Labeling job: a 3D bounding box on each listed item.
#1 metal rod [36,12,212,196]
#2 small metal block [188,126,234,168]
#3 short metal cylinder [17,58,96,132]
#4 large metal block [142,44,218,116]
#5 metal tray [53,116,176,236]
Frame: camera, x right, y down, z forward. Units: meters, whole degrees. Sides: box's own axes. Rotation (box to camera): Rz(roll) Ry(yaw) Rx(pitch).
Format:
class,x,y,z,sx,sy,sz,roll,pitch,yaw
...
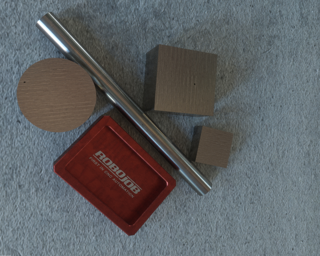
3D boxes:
class,x,y,z,sx,sy,sz,roll,pitch,yaw
metal rod,-0.036,-0.020,0.397,0.025,0.025,0.300,-47,105,-14
small metal block,0.071,0.027,0.439,0.050,0.025,0.050,14,85,-20
short metal cylinder,-0.117,-0.035,0.354,0.081,0.050,0.079,0,90,-21
large metal block,0.025,-0.058,0.407,0.081,0.050,0.080,5,89,-20
metal tray,-0.054,0.059,0.388,0.130,0.030,0.090,46,76,-15
